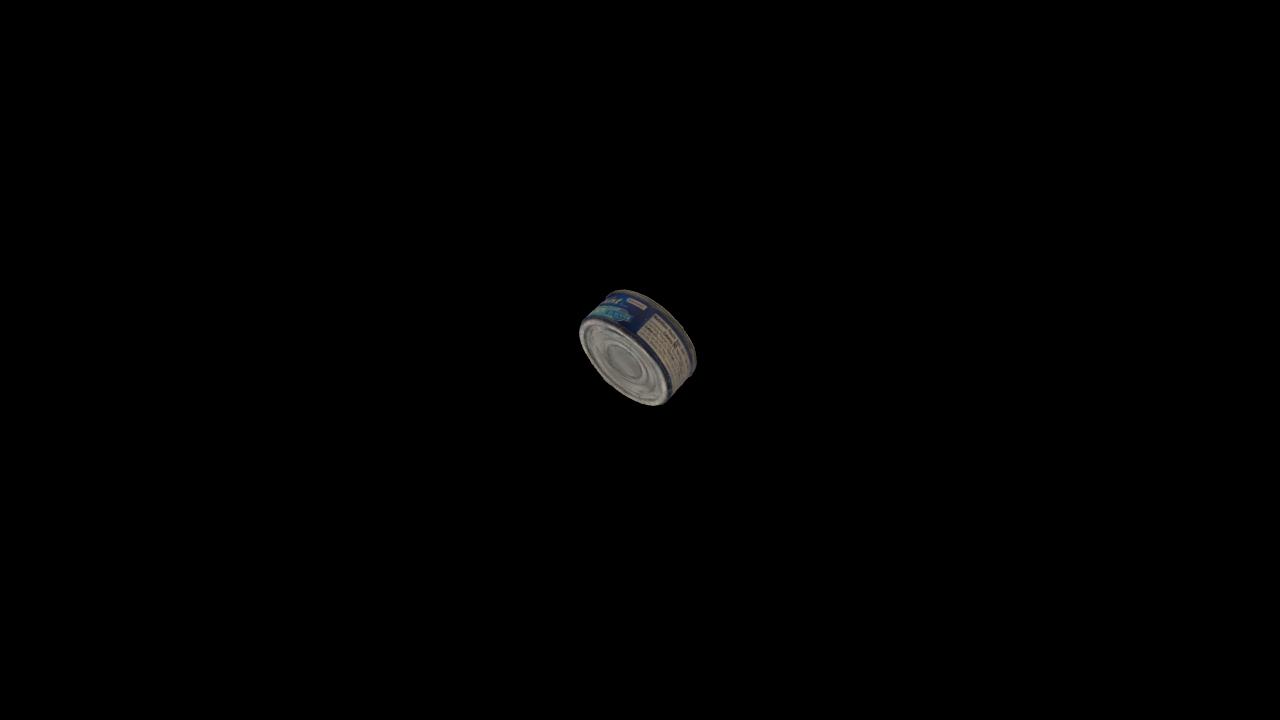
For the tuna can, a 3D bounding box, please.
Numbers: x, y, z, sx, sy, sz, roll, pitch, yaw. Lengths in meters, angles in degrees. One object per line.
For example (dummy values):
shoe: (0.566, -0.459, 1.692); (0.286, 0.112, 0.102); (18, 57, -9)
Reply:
tuna can: (-0.003, -0.007, 0.439); (0.034, 0.084, 0.084); (-46, 25, -27)
